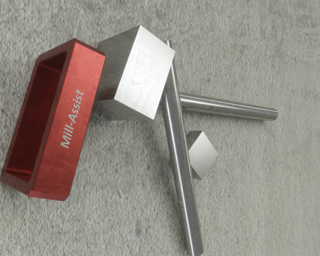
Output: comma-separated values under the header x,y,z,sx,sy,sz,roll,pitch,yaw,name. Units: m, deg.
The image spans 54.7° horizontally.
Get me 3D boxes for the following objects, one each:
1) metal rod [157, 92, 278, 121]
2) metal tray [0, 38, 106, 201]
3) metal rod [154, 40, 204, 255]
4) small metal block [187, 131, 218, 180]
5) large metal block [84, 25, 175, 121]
x,y,z,sx,sy,sz,roll,pitch,yaw,name
0.096,-0.033,0.488,0.302,0.025,0.025,4,88,-40,metal rod
-0.099,-0.008,0.280,0.030,0.090,0.129,21,77,-39,metal tray
0.026,0.039,0.407,0.025,0.025,0.298,-24,112,-38,metal rod
0.052,0.039,0.451,0.050,0.025,0.050,-52,121,-28,small metal block
-0.039,-0.055,0.338,0.050,0.080,0.080,28,73,-37,large metal block
